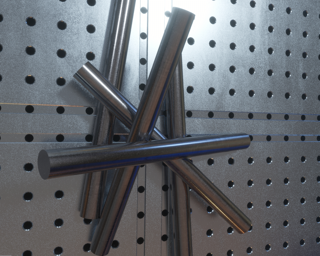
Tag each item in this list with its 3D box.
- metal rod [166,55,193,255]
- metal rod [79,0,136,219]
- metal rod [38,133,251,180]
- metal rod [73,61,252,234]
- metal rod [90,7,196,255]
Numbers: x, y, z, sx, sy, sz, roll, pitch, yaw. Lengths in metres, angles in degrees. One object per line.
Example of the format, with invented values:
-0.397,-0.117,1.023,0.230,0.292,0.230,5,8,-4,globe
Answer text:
0.025,0.044,0.423,0.025,0.025,0.298,-4,91,-20,metal rod
-0.063,-0.038,0.389,0.025,0.025,0.298,10,87,-20,metal rod
0.014,0.025,0.359,0.302,0.025,0.025,-3,91,-43,metal rod
0.013,0.034,0.390,0.300,0.025,0.025,45,76,-15,metal rod
-0.025,0.015,0.354,0.025,0.025,0.298,16,104,-20,metal rod
